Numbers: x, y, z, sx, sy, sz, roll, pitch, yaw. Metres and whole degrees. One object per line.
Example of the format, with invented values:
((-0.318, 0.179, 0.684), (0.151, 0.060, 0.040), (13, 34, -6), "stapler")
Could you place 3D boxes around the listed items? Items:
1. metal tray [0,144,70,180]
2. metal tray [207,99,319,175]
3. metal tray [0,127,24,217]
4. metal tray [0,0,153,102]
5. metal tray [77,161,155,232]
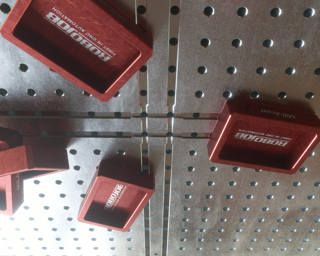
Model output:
((-0.203, 0.054, 0.419), (0.130, 0.030, 0.090), (-14, 169, 11), "metal tray")
((0.140, 0.015, 0.421), (0.131, 0.030, 0.089), (10, 130, -8), "metal tray")
((-0.240, 0.056, 0.428), (0.090, 0.030, 0.129), (13, 118, 2), "metal tray")
((-0.083, -0.095, 0.326), (0.130, 0.030, 0.090), (34, 122, -26), "metal tray")
((-0.073, 0.116, 0.505), (0.091, 0.030, 0.129), (19, 128, -15), "metal tray")
